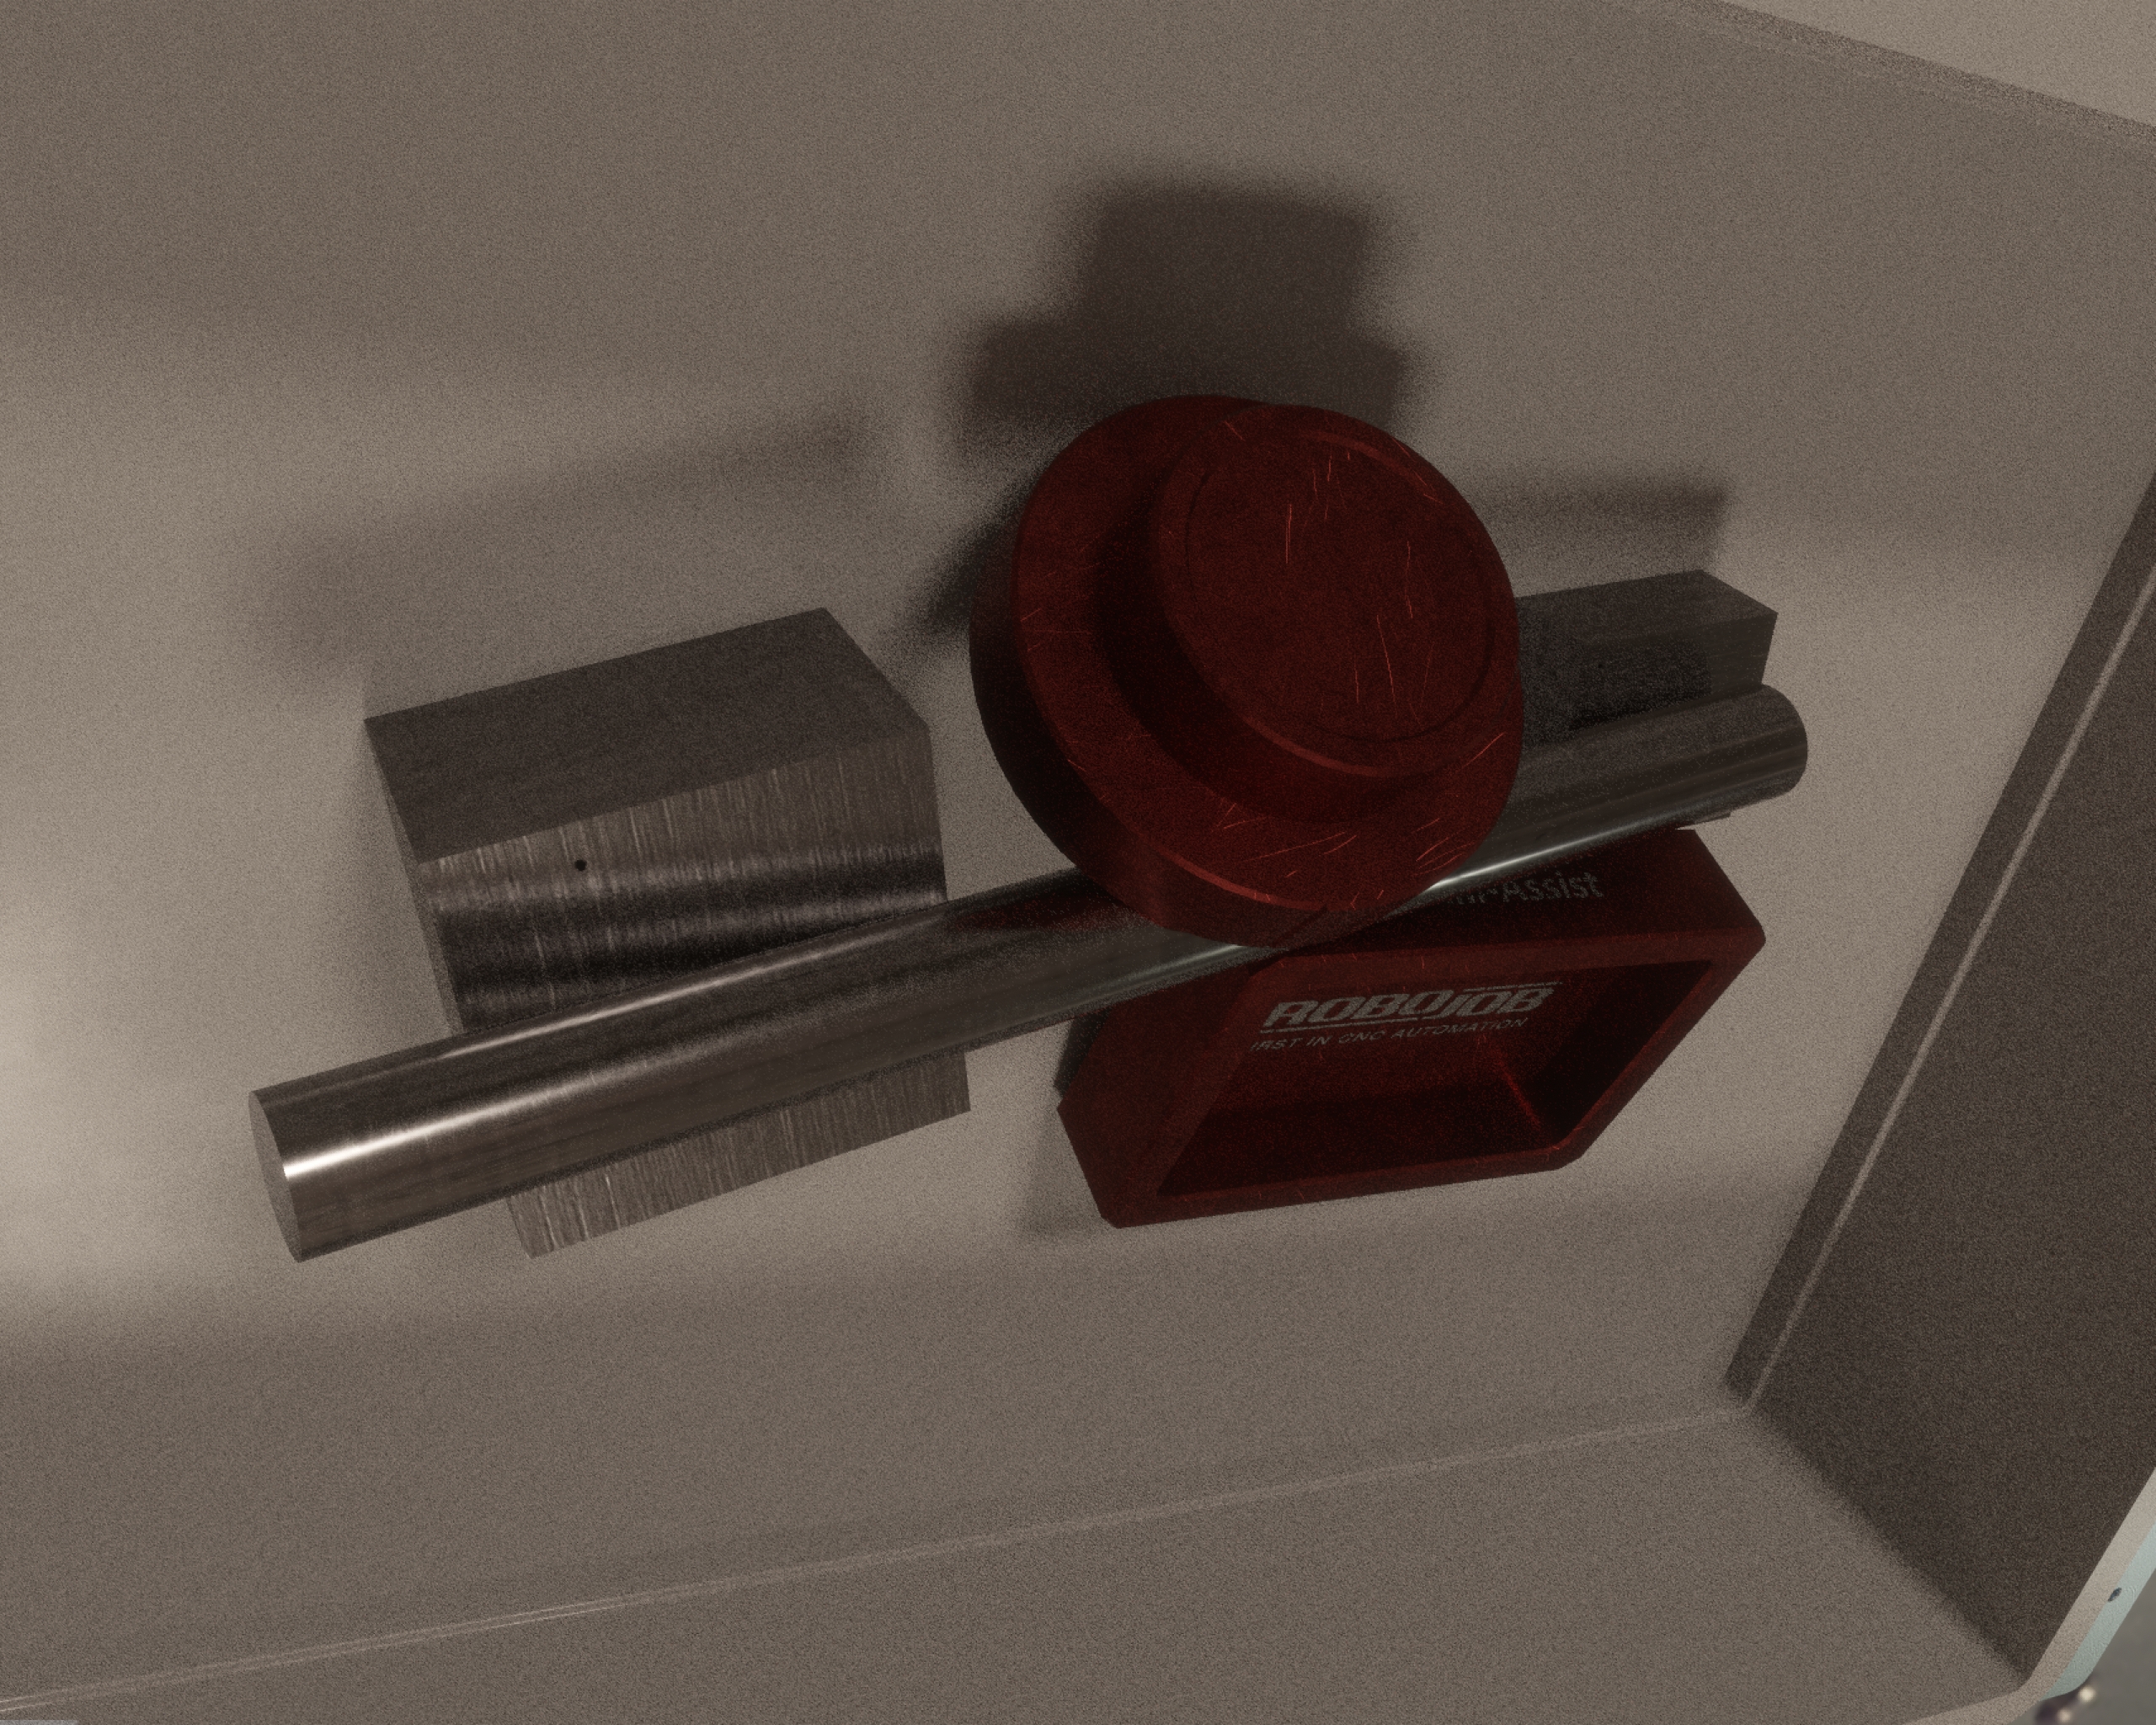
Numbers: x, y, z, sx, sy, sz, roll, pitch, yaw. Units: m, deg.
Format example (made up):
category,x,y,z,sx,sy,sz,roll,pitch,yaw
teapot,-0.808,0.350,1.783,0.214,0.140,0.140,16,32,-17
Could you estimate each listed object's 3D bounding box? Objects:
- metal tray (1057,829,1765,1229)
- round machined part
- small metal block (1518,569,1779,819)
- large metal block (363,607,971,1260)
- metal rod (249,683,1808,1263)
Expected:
category,x,y,z,sx,sy,sz,roll,pitch,yaw
metal tray,0.071,0.035,0.448,0.131,0.030,0.089,-2,139,-29
round machined part,0.035,-0.038,0.354,0.099,0.098,0.042,-5,161,-27
small metal block,0.119,-0.033,0.453,0.050,0.025,0.050,-11,123,-23
large metal block,-0.069,0.011,0.360,0.081,0.050,0.079,-17,125,-19
metal rod,0.015,0.009,0.364,0.303,0.025,0.025,-15,125,-29
